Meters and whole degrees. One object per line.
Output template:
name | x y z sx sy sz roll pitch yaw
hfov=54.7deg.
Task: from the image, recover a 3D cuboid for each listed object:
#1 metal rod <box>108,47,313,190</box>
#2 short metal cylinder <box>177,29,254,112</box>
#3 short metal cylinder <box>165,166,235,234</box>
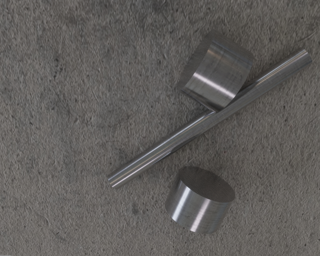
metal rod | 0.056 -0.006 0.408 0.300 0.025 0.025 -34 107 11
short metal cylinder | 0.061 -0.065 0.357 0.050 0.080 0.080 28 108 -10
short metal cylinder | 0.053 0.094 0.416 0.080 0.080 0.050 19 109 -7
